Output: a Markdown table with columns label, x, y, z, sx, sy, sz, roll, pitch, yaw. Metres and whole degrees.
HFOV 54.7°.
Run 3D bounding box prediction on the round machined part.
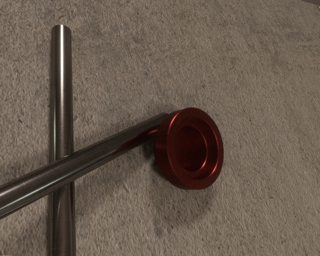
| label | x | y | z | sx | sy | sz | roll | pitch | yaw |
| --- | --- | --- | --- | --- | --- | --- | --- | --- | --- |
| round machined part | 0.031 | 0.026 | 0.381 | 0.099 | 0.042 | 0.098 | 10 | 74 | -40 |

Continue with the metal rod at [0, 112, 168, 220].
| label | x | y | z | sx | sy | sz | roll | pitch | yaw |
| --- | --- | --- | --- | --- | --- | --- | --- | --- | --- |
| metal rod | -0.084 | 0.037 | 0.304 | 0.302 | 0.025 | 0.025 | -27 | 77 | -47 |

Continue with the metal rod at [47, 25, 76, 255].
| label | x | y | z | sx | sy | sz | roll | pitch | yaw |
| --- | --- | --- | --- | --- | --- | --- | --- | --- | --- |
| metal rod | -0.109 | 0.003 | 0.343 | 0.025 | 0.025 | 0.299 | 5 | 59 | -26 |
